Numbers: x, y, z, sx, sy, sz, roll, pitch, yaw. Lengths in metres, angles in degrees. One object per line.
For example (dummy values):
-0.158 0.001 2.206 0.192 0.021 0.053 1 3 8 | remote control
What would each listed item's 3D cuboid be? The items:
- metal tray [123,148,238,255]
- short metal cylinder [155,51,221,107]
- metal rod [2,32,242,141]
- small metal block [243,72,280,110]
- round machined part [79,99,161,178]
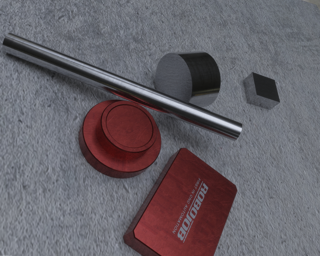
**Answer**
0.029 0.097 0.359 0.090 0.030 0.130 37 51 -4 | metal tray
0.037 -0.065 0.430 0.050 0.080 0.080 -13 69 -34 | short metal cylinder
-0.041 -0.048 0.383 0.302 0.025 0.025 21 53 -5 | metal rod
0.177 -0.064 0.541 0.050 0.025 0.050 14 56 -21 | small metal block
-0.042 0.007 0.367 0.099 0.042 0.098 14 56 -21 | round machined part
